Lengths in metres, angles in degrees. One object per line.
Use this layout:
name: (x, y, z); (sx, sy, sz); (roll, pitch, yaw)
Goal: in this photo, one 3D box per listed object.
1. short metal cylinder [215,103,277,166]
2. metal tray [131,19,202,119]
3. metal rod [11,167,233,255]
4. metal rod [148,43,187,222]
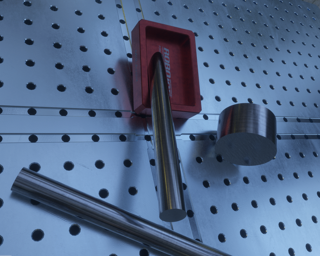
short metal cylinder: (0.120, 0.010, 0.431); (0.080, 0.080, 0.050); (24, 53, -14)
metal tray: (0.008, -0.082, 0.439); (0.091, 0.030, 0.129); (4, 73, -26)
metal rod: (-0.007, 0.115, 0.333); (0.301, 0.025, 0.025); (27, 53, -12)
metal rod: (0.001, -0.029, 0.383); (0.025, 0.025, 0.300); (15, 42, -20)
